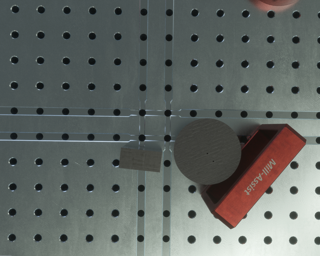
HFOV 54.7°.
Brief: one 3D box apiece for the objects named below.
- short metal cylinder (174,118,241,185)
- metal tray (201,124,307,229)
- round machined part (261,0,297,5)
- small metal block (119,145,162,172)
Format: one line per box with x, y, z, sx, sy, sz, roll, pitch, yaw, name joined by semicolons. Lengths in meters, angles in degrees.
0.059;0.030;0.396;0.080;0.050;0.080;-1;85;6;short metal cylinder
0.109;0.053;0.382;0.030;0.090;0.130;40;90;0;metal tray
0.164;-0.218;0.407;0.099;0.042;0.097;0;90;-1;round machined part
-0.024;0.039;0.401;0.050;0.050;0.025;7;90;-1;small metal block
